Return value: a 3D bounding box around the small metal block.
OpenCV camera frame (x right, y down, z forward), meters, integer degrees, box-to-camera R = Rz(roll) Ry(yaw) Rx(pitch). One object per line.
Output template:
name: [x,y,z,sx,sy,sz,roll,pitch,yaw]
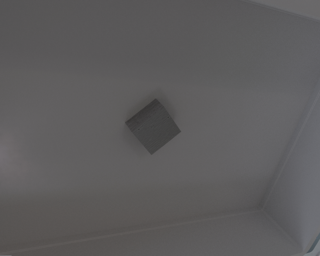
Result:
small metal block: [-0.008,-0.001,0.403,0.050,0.025,0.050,-38,129,-2]
